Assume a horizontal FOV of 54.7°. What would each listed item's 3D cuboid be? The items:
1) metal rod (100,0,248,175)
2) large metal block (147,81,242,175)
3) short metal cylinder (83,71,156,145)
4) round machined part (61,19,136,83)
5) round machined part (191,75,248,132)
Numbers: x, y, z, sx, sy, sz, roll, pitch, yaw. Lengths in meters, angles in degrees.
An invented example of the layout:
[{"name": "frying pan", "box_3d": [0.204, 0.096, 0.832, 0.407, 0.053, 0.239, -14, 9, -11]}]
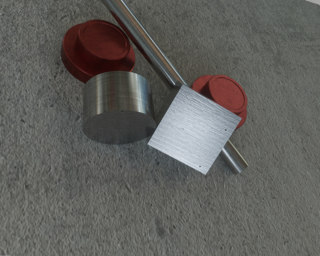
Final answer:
[{"name": "metal rod", "box_3d": [0.021, -0.062, 0.421, 0.300, 0.025, 0.025, 52, 51, -3]}, {"name": "large metal block", "box_3d": [0.039, -0.002, 0.382, 0.080, 0.080, 0.050, 29, 10, -10]}, {"name": "short metal cylinder", "box_3d": [-0.047, -0.021, 0.356, 0.081, 0.080, 0.050, 7, 59, -25]}, {"name": "round machined part", "box_3d": [-0.079, -0.106, 0.415, 0.099, 0.042, 0.098, 14, 56, -21]}, {"name": "round machined part", "box_3d": [0.092, -0.041, 0.467, 0.099, 0.042, 0.098, 14, 56, -21]}]
